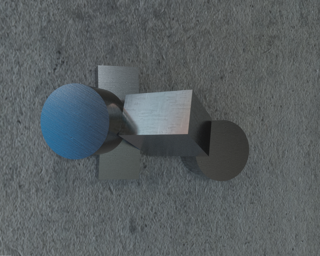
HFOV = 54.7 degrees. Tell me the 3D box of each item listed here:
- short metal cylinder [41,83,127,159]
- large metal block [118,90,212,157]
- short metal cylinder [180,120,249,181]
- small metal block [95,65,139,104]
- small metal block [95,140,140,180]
[{"bbox_3d":[-0.083,-0.007,0.348,0.080,0.050,0.079,0,91,15],"label":"short metal cylinder"},{"bbox_3d":[0.010,-0.002,0.366,0.080,0.080,0.050,43,50,-58],"label":"large metal block"},{"bbox_3d":[0.073,0.029,0.426,0.081,0.050,0.079,0,90,-21],"label":"short metal cylinder"},{"bbox_3d":[-0.054,-0.051,0.390,0.050,0.025,0.050,-1,91,-21],"label":"small metal block"},{"bbox_3d":[-0.053,0.038,0.391,0.050,0.025,0.050,3,89,-20],"label":"small metal block"}]
